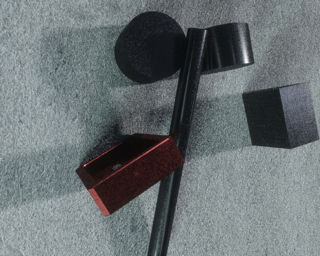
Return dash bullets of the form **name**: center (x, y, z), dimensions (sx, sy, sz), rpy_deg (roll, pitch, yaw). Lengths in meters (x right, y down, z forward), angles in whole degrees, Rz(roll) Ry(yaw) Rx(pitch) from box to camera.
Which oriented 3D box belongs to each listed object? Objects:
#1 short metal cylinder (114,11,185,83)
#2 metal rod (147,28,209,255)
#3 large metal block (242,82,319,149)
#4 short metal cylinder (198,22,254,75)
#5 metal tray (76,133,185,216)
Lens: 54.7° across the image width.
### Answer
- **short metal cylinder**: center (-0.013, -0.099, 0.391), dimensions (0.081, 0.050, 0.080), rpy_deg (0, 90, -20)
- **metal rod**: center (0.020, 0.030, 0.387), dimensions (0.025, 0.025, 0.298), rpy_deg (7, 99, -20)
- **large metal block**: center (0.169, -0.017, 0.443), dimensions (0.050, 0.080, 0.080), rpy_deg (-14, 95, -20)
- **short metal cylinder**: center (0.080, -0.102, 0.409), dimensions (0.081, 0.080, 0.050), rpy_deg (-12, 94, -20)
- **metal tray**: center (-0.040, 0.042, 0.339), dimensions (0.090, 0.130, 0.030), rpy_deg (-32, 101, -17)
